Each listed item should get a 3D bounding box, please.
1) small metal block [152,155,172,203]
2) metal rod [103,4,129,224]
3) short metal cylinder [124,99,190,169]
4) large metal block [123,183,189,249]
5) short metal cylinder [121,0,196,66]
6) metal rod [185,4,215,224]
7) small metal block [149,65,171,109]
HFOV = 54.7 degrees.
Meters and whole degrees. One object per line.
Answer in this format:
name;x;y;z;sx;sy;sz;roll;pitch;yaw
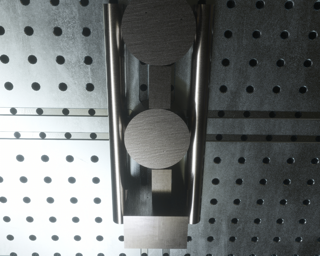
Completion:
small metal block;0.002;0.067;0.424;0.025;0.050;0.050;0;110;0
metal rod;-0.056;-0.004;0.410;0.025;0.025;0.298;1;110;0
short metal cylinder;-0.003;0.006;0.402;0.081;0.050;0.079;0;110;0
large metal block;-0.005;0.118;0.427;0.081;0.080;0.050;1;110;-1
short metal cylinder;-0.001;-0.116;0.357;0.081;0.050;0.079;0;110;0
metal rod;0.050;-0.004;0.411;0.025;0.025;0.298;1;110;0
small metal block;0.000;-0.055;0.378;0.025;0.050;0.050;1;110;0
